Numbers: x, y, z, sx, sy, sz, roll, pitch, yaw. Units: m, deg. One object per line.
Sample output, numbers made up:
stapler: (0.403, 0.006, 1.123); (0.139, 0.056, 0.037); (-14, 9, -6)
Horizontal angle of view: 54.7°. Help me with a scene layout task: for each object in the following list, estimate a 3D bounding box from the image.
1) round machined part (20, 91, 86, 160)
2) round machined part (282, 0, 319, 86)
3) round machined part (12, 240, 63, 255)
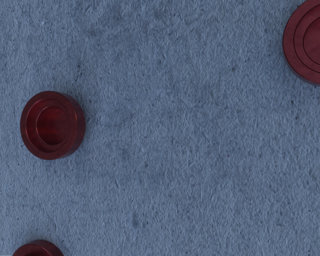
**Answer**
round machined part: (-0.151, -0.004, 0.453); (0.098, 0.042, 0.097); (0, 90, 20)
round machined part: (0.185, -0.092, 0.335); (0.098, 0.042, 0.097); (0, 90, 20)
round machined part: (-0.191, 0.224, 0.468); (0.098, 0.042, 0.097); (0, 90, 20)
